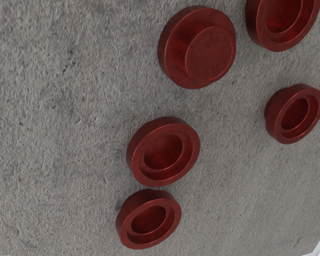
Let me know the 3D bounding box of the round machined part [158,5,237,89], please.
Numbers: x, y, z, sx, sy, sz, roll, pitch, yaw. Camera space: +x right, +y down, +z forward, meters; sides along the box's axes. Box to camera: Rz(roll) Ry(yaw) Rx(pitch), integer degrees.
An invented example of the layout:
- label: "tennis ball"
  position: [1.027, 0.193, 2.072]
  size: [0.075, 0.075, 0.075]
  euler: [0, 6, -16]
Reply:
- label: "round machined part"
  position: [0.050, -0.091, 0.367]
  size: [0.099, 0.042, 0.097]
  euler: [-14, 124, -21]

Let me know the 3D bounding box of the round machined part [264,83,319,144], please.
- label: "round machined part"
  position: [0.207, -0.026, 0.492]
  size: [0.099, 0.042, 0.097]
  euler: [-14, 124, -21]

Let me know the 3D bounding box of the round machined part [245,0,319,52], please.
- label: "round machined part"
  position: [0.146, -0.148, 0.383]
  size: [0.099, 0.042, 0.097]
  euler: [-14, 124, -21]

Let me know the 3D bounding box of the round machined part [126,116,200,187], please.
- label: "round machined part"
  position: [0.001, 0.027, 0.413]
  size: [0.099, 0.042, 0.097]
  euler: [-14, 124, -21]

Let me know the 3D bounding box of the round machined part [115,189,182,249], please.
- label: "round machined part"
  position: [-0.020, 0.131, 0.466]
  size: [0.099, 0.042, 0.097]
  euler: [-14, 124, -21]
